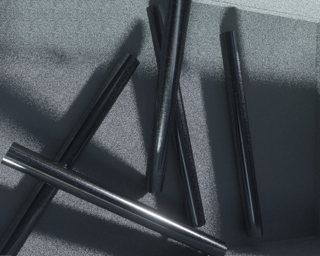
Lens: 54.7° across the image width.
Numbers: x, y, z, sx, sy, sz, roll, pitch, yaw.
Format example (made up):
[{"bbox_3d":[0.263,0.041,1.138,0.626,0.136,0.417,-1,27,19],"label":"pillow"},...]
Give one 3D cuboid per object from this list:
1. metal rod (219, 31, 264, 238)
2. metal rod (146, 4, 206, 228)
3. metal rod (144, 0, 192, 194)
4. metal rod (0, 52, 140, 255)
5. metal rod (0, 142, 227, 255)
[{"bbox_3d":[0.120,0.011,0.454,0.025,0.025,0.298,-10,93,-20],"label":"metal rod"},{"bbox_3d":[0.023,-0.013,0.418,0.025,0.025,0.298,-12,94,-20],"label":"metal rod"},{"bbox_3d":[0.010,-0.056,0.349,0.025,0.025,0.298,-2,116,-20],"label":"metal rod"},{"bbox_3d":[-0.112,0.037,0.369,0.025,0.025,0.300,34,79,-17],"label":"metal rod"},{"bbox_3d":[-0.037,0.097,0.374,0.301,0.025,0.025,31,80,-21],"label":"metal rod"}]
